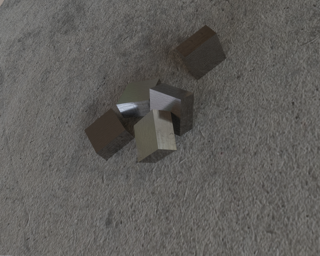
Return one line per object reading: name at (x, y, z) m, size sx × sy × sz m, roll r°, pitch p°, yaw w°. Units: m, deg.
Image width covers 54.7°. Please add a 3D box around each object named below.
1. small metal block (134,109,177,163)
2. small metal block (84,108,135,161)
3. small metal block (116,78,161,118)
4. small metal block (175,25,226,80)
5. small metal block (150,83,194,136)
small metal block at (-0.007, 0.011, 0.379) m, size 0.050 × 0.025 × 0.050 m, roll -37°, pitch 54°, yaw 50°
small metal block at (-0.072, 0.008, 0.437) m, size 0.050 × 0.025 × 0.050 m, roll -39°, pitch 51°, yaw 1°
small metal block at (-0.026, -0.042, 0.433) m, size 0.050 × 0.025 × 0.050 m, roll -5°, pitch 40°, yaw 25°
small metal block at (0.057, -0.101, 0.420) m, size 0.050 × 0.050 × 0.025 m, roll -38°, pitch 51°, yaw 3°
small metal block at (0.014, -0.024, 0.392) m, size 0.050 × 0.050 × 0.025 m, roll 24°, pitch 38°, yaw 36°
